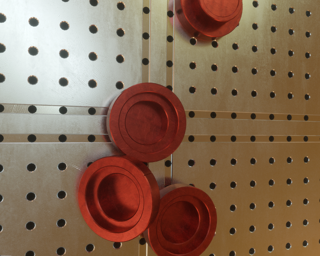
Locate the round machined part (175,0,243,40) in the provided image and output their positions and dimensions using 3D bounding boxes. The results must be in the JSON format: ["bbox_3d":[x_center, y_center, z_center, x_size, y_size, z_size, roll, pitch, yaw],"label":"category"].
[{"bbox_3d":[0.074,-0.176,0.430,0.099,0.042,0.097,0,90,-20],"label":"round machined part"}]

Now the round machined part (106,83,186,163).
[{"bbox_3d":[-0.020,-0.007,0.396,0.099,0.042,0.097,0,90,-20],"label":"round machined part"}]

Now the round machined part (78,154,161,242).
[{"bbox_3d":[-0.044,0.080,0.369,0.098,0.042,0.097,0,91,22],"label":"round machined part"}]

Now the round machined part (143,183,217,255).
[{"bbox_3d":[0.022,0.121,0.409,0.099,0.042,0.097,-1,92,-24],"label":"round machined part"}]
